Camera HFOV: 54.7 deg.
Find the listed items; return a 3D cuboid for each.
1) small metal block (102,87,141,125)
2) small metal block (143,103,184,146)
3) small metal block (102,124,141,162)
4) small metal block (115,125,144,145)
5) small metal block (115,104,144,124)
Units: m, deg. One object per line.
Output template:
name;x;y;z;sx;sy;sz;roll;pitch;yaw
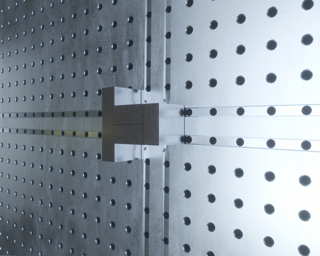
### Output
small metal block;-0.053;-0.030;0.434;0.025;0.050;0.050;0;90;40
small metal block;0.005;-0.004;0.386;0.025;0.050;0.050;0;90;40
small metal block;-0.053;0.020;0.434;0.025;0.050;0.050;0;90;40
small metal block;-0.024;0.008;0.410;0.050;0.050;0.025;0;90;39
small metal block;-0.024;-0.017;0.410;0.050;0.050;0.025;0;90;39
